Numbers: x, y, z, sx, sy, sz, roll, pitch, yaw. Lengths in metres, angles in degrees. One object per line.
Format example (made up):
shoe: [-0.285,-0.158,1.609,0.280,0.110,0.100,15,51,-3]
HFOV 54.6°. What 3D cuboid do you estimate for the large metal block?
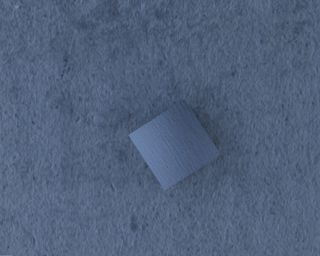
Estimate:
large metal block: [0.018,0.020,0.398,0.080,0.050,0.080,-33,90,0]
